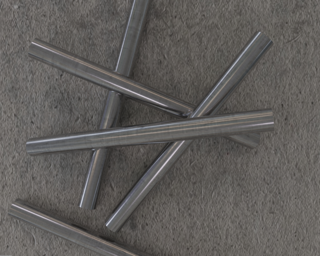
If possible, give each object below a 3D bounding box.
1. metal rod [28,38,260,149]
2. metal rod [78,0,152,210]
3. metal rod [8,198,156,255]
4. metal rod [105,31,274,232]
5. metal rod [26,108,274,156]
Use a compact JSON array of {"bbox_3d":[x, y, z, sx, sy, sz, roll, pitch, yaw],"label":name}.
[{"bbox_3d":[-0.012,-0.039,0.389,0.302,0.025,0.025,22,90,-8],"label":"metal rod"},{"bbox_3d":[-0.058,-0.041,0.409,0.025,0.025,0.298,15,90,0],"label":"metal rod"},{"bbox_3d":[-0.054,0.163,0.409,0.301,0.025,0.025,23,90,0],"label":"metal rod"},{"bbox_3d":[0.028,0.014,0.379,0.025,0.025,0.299,38,102,0],"label":"metal rod"},{"bbox_3d":[-0.025,0.008,0.367,0.301,0.025,0.025,-7,90,16],"label":"metal rod"}]
